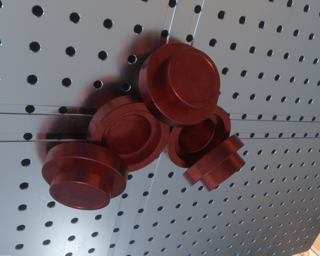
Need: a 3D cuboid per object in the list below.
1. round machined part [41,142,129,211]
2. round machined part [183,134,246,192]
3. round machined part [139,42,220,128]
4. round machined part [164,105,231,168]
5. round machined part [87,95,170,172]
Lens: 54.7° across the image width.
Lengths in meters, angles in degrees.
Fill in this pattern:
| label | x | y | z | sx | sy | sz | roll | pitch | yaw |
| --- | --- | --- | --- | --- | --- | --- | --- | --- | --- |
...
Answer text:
| label | x | y | z | sx | sy | sz | roll | pitch | yaw |
| --- | --- | --- | --- | --- | --- | --- | --- | --- | --- |
| round machined part | -0.088 | 0.062 | 0.361 | 0.099 | 0.042 | 0.097 | 3 | 140 | 3 |
| round machined part | 0.084 | 0.055 | 0.447 | 0.098 | 0.042 | 0.098 | -36 | 167 | -9 |
| round machined part | 0.029 | -0.052 | 0.352 | 0.099 | 0.042 | 0.098 | 6 | 78 | -28 |
| round machined part | 0.045 | 0.004 | 0.429 | 0.099 | 0.042 | 0.097 | -14 | 125 | -21 |
| round machined part | -0.041 | 0.004 | 0.380 | 0.099 | 0.042 | 0.097 | -14 | 125 | -21 |
